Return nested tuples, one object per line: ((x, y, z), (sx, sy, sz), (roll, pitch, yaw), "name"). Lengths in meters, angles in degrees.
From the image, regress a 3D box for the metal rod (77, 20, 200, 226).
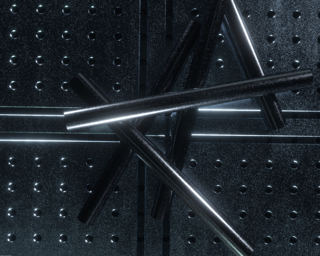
((-0.025, -0.007, 0.413), (0.025, 0.025, 0.299), (30, 90, -1), "metal rod")

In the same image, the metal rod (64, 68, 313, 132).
((0.040, -0.036, 0.375), (0.302, 0.025, 0.025), (-11, 90, -8), "metal rod")

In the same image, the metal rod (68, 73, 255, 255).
((0.000, 0.045, 0.384), (0.025, 0.025, 0.300), (-45, 87, 0), "metal rod")

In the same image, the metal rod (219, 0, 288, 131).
((0.101, -0.138, 0.414), (0.025, 0.025, 0.299), (-23, 90, 0), "metal rod")

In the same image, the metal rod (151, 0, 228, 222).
((0.037, -0.024, 0.403), (0.025, 0.025, 0.298), (15, 94, -1), "metal rod")
